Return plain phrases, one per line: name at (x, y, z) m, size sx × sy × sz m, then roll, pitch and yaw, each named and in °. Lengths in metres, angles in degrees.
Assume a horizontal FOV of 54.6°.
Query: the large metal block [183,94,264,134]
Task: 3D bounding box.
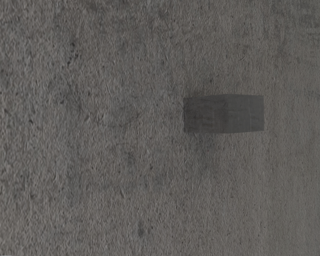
large metal block at (0.091, -0.020, 0.444) m, size 0.081 × 0.080 × 0.050 m, roll -3°, pitch 92°, yaw -40°
